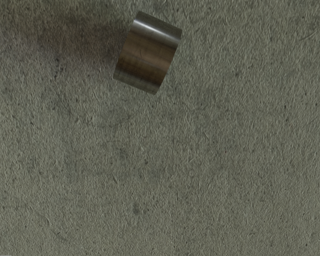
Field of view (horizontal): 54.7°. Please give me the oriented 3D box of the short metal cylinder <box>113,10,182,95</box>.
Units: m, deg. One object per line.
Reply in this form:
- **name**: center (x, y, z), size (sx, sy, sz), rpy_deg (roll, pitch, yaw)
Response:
- **short metal cylinder**: center (-0.014, -0.083, 0.349), size (0.050, 0.080, 0.079), rpy_deg (22, 109, -8)
